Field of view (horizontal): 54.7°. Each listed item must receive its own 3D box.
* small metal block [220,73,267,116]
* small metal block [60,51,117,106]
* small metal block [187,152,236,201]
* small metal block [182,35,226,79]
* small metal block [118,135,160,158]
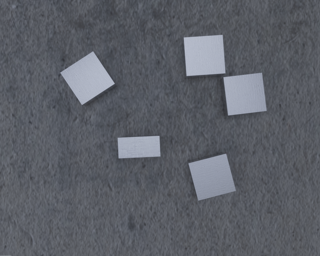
[{"bbox_3d":[0.110,-0.044,0.411,0.050,0.025,0.050,-7,90,-1],"label":"small metal block"},{"bbox_3d":[-0.093,-0.064,0.409,0.050,0.025,0.050,-33,90,0],"label":"small metal block"},{"bbox_3d":[0.067,0.063,0.411,0.050,0.025,0.050,-15,90,-1],"label":"small metal block"},{"bbox_3d":[0.057,-0.093,0.411,0.050,0.025,0.050,-4,90,-1],"label":"small metal block"},{"bbox_3d":[-0.025,0.023,0.397,0.050,0.050,0.025,-3,90,-1],"label":"small metal block"}]
